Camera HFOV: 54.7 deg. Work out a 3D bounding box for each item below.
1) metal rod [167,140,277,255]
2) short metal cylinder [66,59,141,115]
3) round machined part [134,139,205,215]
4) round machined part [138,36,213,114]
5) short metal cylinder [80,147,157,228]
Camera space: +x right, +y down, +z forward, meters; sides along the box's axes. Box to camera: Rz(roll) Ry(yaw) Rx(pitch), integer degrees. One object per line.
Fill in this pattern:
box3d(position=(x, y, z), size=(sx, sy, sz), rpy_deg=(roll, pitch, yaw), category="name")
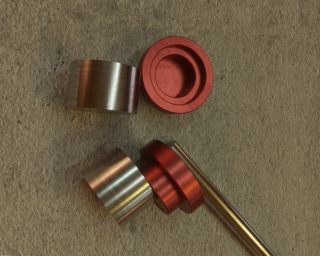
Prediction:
box3d(position=(0.108, 0.134, 0.450), size=(0.025, 0.025, 0.300), rpy_deg=(-45, 105, -15), category="metal rod")
box3d(position=(-0.064, -0.044, 0.357), size=(0.081, 0.080, 0.050), rpy_deg=(6, 88, -20), category="short metal cylinder")
box3d(position=(0.005, 0.065, 0.373), size=(0.042, 0.098, 0.098), rpy_deg=(-36, 102, -17), category="round machined part")
box3d(position=(0.017, -0.067, 0.407), size=(0.099, 0.042, 0.097), rpy_deg=(0, 90, -21), category="round machined part")
box3d(position=(-0.049, 0.069, 0.363), size=(0.050, 0.080, 0.080), rpy_deg=(-36, 102, -16), category="short metal cylinder")
